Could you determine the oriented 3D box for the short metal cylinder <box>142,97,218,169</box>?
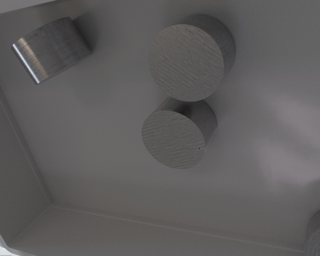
[{"bbox_3d":[0.025,0.003,0.382,0.080,0.050,0.079,13,124,21],"label":"short metal cylinder"}]

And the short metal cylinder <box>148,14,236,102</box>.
[{"bbox_3d":[0.035,-0.074,0.328,0.080,0.050,0.079,13,124,21],"label":"short metal cylinder"}]

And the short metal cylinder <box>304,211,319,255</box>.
[{"bbox_3d":[0.209,0.137,0.352,0.080,0.050,0.079,5,102,27],"label":"short metal cylinder"}]

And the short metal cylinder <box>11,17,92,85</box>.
[{"bbox_3d":[-0.132,-0.095,0.384,0.080,0.080,0.050,-19,109,35],"label":"short metal cylinder"}]
